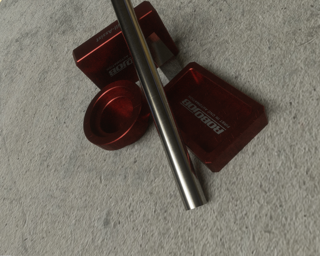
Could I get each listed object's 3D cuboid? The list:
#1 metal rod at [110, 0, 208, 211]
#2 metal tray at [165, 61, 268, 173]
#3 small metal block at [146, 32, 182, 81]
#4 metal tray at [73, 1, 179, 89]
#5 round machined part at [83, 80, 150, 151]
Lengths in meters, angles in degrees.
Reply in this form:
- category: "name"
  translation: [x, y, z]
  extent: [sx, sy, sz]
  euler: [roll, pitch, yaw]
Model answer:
- category: "metal rod"
  translation: [-0.010, -0.051, 0.372]
  extent: [0.025, 0.025, 0.299]
  euler: [-23, 75, 14]
- category: "metal tray"
  translation: [0.053, -0.019, 0.385]
  extent: [0.090, 0.030, 0.130]
  euler: [-44, 51, -3]
- category: "small metal block"
  translation: [0.004, -0.100, 0.441]
  extent: [0.025, 0.050, 0.050]
  euler: [-38, 66, 5]
- category: "metal tray"
  translation: [-0.048, -0.110, 0.454]
  extent: [0.130, 0.090, 0.030]
  euler: [-33, 52, 7]
- category: "round machined part"
  translation: [-0.054, -0.014, 0.425]
  extent: [0.098, 0.042, 0.098]
  euler: [-16, 57, 26]
